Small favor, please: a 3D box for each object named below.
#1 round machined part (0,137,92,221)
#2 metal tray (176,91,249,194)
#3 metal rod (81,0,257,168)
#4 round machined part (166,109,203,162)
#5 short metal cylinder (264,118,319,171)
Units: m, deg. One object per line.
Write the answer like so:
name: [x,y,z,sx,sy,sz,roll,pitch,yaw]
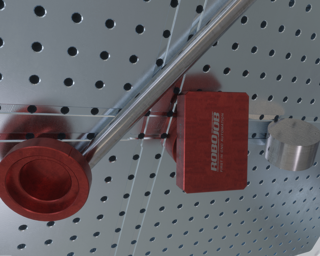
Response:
round machined part: [-0.126,0.054,0.350,0.099,0.042,0.097,-1,115,-3]
metal tray: [0.070,0.017,0.412,0.091,0.030,0.129,0,93,-16]
metal rod: [0.003,-0.056,0.378,0.300,0.025,0.025,-45,129,3]
round machined part: [0.062,0.020,0.447,0.099,0.042,0.097,-14,124,-21]
short metal cylinder: [0.216,0.026,0.510,0.081,0.080,0.050,-16,125,-19]
